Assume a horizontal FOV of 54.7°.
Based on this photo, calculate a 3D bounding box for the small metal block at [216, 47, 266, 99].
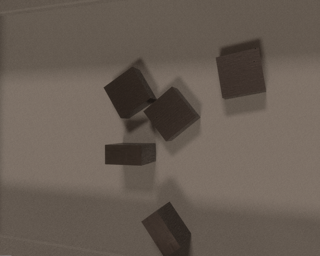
[{"bbox_3d":[0.099,-0.065,0.376,0.050,0.025,0.050,-10,87,19],"label":"small metal block"}]

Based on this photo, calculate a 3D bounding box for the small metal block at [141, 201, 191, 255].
[{"bbox_3d":[0.009,0.127,0.393,0.025,0.050,0.050,-38,78,16],"label":"small metal block"}]

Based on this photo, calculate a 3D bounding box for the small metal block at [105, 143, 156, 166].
[{"bbox_3d":[-0.038,0.034,0.410,0.050,0.050,0.025,0,90,19],"label":"small metal block"}]

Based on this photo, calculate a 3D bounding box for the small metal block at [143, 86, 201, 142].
[{"bbox_3d":[0.016,-0.018,0.404,0.050,0.025,0.050,-40,78,15],"label":"small metal block"}]

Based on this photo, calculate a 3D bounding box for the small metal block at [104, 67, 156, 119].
[{"bbox_3d":[-0.040,-0.047,0.424,0.050,0.025,0.050,-33,80,16],"label":"small metal block"}]
